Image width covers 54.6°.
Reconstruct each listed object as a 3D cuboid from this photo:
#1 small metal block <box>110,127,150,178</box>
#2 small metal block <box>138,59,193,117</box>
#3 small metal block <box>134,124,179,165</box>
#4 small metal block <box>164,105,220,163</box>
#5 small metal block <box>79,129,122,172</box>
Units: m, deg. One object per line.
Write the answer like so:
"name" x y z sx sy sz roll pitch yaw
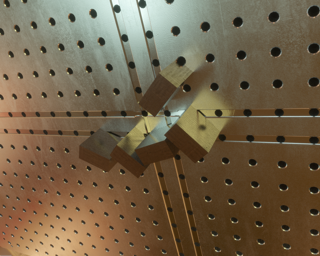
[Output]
"small metal block" -0.033 0.033 0.434 0.050 0.050 0.025 39 129 2
"small metal block" 0.007 -0.047 0.363 0.025 0.050 0.050 40 129 1
"small metal block" 0.003 0.020 0.406 0.050 0.050 0.025 -19 108 35
"small metal block" 0.040 0.006 0.378 0.050 0.050 0.025 42 129 -1
"small metal block" -0.084 0.032 0.460 0.050 0.050 0.025 23 127 14
